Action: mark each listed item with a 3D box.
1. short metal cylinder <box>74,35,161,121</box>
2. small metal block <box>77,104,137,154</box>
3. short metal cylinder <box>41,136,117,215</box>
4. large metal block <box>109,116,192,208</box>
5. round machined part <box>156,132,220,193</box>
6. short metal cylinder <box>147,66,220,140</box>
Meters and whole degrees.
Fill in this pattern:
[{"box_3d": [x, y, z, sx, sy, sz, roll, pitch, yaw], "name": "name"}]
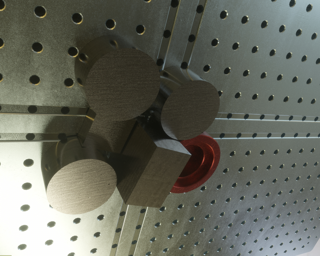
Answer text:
[{"box_3d": [-0.047, -0.054, 0.336, 0.081, 0.050, 0.079, -14, 124, -21], "name": "short metal cylinder"}, {"box_3d": [-0.064, 0.000, 0.375, 0.050, 0.025, 0.050, 16, 110, -35], "name": "small metal block"}, {"box_3d": [-0.099, 0.057, 0.376, 0.081, 0.050, 0.079, -14, 124, -21], "name": "short metal cylinder"}, {"box_3d": [-0.018, 0.040, 0.386, 0.050, 0.080, 0.080, 17, 110, -35], "name": "large metal block"}, {"box_3d": [0.034, 0.042, 0.444, 0.099, 0.042, 0.097, -14, 124, -21], "name": "round machined part"}, {"box_3d": [0.027, -0.032, 0.390, 0.081, 0.050, 0.079, -14, 124, -21], "name": "short metal cylinder"}]
